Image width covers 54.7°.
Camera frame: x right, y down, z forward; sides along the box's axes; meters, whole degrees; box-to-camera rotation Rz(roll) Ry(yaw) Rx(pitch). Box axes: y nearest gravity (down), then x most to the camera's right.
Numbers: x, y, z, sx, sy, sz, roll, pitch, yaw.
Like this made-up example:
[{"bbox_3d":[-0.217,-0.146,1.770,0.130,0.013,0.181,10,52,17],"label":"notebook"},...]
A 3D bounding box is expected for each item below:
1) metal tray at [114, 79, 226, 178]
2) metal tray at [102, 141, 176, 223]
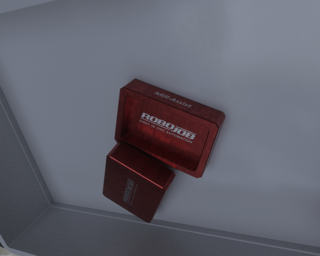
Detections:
[{"bbox_3d":[0.008,0.001,0.401,0.130,0.030,0.089,23,127,14],"label":"metal tray"},{"bbox_3d":[-0.036,0.084,0.455,0.090,0.030,0.129,30,143,9],"label":"metal tray"}]
